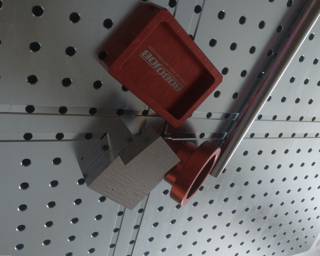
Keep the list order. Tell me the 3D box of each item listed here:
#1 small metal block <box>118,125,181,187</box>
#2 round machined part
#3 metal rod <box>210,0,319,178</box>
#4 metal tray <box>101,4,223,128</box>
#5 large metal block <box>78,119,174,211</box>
[{"bbox_3d":[-0.012,0.034,0.363,0.050,0.025,0.050,-40,130,-2],"label":"small metal block"},{"bbox_3d":[0.042,0.059,0.442,0.098,0.042,0.098,-48,159,-25],"label":"round machined part"},{"bbox_3d":[0.152,-0.053,0.464,0.025,0.025,0.298,16,110,-35],"label":"metal rod"},{"bbox_3d":[0.007,-0.068,0.371,0.090,0.030,0.130,-48,130,5],"label":"metal tray"},{"bbox_3d":[-0.044,0.049,0.403,0.080,0.050,0.080,-45,130,3],"label":"large metal block"}]
